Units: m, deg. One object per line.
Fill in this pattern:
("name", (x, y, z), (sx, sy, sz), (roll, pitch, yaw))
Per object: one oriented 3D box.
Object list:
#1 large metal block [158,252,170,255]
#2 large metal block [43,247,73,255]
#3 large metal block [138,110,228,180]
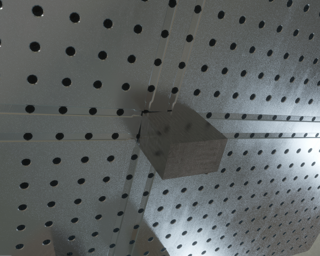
("large metal block", (0.009, 0.291, 0.563), (0.050, 0.080, 0.079), (-14, 124, -21))
("large metal block", (-0.155, 0.235, 0.457), (0.080, 0.050, 0.080), (-41, 130, -1))
("large metal block", (0.026, 0.018, 0.403), (0.081, 0.080, 0.050), (-4, 120, -27))
